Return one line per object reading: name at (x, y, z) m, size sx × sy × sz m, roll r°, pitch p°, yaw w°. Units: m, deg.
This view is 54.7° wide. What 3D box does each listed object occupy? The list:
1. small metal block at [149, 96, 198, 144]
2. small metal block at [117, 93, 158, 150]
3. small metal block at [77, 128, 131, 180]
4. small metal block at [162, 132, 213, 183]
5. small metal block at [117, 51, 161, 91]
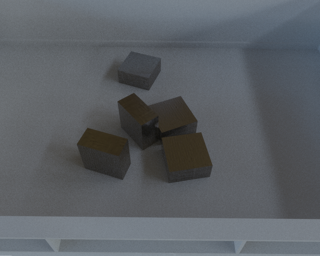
small metal block at (0.015, -0.011, 0.415) m, size 0.050 × 0.025 × 0.050 m, roll -18°, pitch 53°, yaw -15°
small metal block at (-0.027, -0.008, 0.395) m, size 0.025 × 0.050 × 0.050 m, roll -31°, pitch 57°, yaw -24°
small metal block at (-0.064, 0.031, 0.362) m, size 0.050 × 0.050 × 0.025 m, roll 15°, pitch 52°, yaw 11°
small metal block at (0.031, 0.035, 0.376) m, size 0.050 × 0.025 × 0.050 m, roll -8°, pitch 51°, yaw -7°
small metal block at (-0.031, -0.089, 0.480) m, size 0.050 × 0.025 × 0.050 m, roll 17°, pitch 52°, yaw 13°
